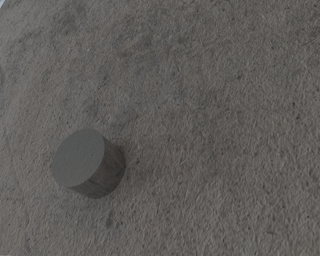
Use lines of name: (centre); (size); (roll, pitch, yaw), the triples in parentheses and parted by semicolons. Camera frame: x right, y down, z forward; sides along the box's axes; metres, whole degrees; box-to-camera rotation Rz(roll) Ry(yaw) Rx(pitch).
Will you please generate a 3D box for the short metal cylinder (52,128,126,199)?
short metal cylinder: (-0.093, 0.047, 0.409); (0.080, 0.050, 0.080); (-13, 56, 21)
